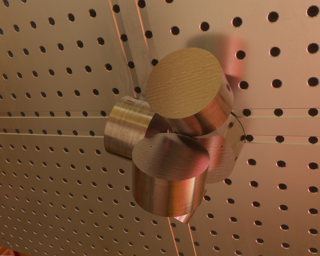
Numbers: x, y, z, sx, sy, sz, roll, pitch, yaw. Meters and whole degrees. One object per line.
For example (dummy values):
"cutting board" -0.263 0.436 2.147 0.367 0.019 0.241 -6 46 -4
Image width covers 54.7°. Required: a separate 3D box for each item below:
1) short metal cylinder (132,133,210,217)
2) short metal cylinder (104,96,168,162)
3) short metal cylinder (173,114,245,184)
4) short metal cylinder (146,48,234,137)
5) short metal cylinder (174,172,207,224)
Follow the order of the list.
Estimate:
"short metal cylinder" 0.010 0.048 0.334 0.080 0.080 0.050 16 125 19
"short metal cylinder" -0.027 0.004 0.392 0.050 0.080 0.079 17 125 18
"short metal cylinder" 0.057 0.020 0.376 0.080 0.050 0.079 13 123 21
"short metal cylinder" 0.032 -0.037 0.327 0.080 0.080 0.050 2 159 27
"short metal cylinder" 0.015 0.084 0.412 0.080 0.050 0.080 31 171 6
